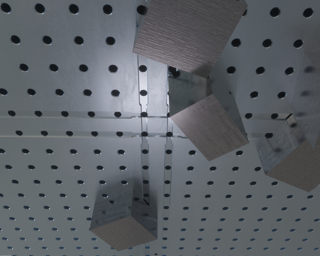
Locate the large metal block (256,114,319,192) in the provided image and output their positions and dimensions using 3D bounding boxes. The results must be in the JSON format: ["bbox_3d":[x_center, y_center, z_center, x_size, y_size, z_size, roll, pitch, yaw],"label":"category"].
[{"bbox_3d":[0.196,0.035,0.426,0.080,0.050,0.080,22,127,-18],"label":"large metal block"}]

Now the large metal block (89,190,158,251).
[{"bbox_3d":[-0.059,0.161,0.531,0.080,0.050,0.080,-24,126,19],"label":"large metal block"}]

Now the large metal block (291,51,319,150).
[{"bbox_3d":[0.193,-0.032,0.349,0.050,0.080,0.080,-3,130,3],"label":"large metal block"}]

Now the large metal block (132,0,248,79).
[{"bbox_3d":[0.025,-0.106,0.305,0.080,0.050,0.080,17,128,-14],"label":"large metal block"}]

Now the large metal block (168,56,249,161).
[{"bbox_3d":[0.053,-0.023,0.356,0.050,0.080,0.080,-29,125,22],"label":"large metal block"}]
